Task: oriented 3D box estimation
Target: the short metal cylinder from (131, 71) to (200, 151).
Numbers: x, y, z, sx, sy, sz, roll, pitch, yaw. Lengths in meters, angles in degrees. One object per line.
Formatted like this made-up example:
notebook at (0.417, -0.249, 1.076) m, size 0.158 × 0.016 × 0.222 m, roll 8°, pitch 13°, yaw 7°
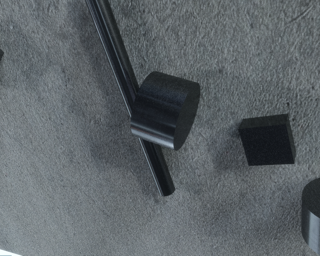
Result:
short metal cylinder at (0.008, -0.020, 0.354) m, size 0.050 × 0.080 × 0.079 m, roll 19°, pitch 126°, yaw 17°

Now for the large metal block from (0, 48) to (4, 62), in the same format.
large metal block at (-0.301, -0.113, 0.476) m, size 0.080 × 0.050 × 0.080 m, roll 46°, pitch 129°, yaw -5°

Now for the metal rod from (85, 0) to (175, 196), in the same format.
metal rod at (-0.035, -0.037, 0.400) m, size 0.025 × 0.025 × 0.298 m, roll -5°, pitch 116°, yaw 30°

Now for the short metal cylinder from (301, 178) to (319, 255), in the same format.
short metal cylinder at (0.194, 0.095, 0.328) m, size 0.080 × 0.080 × 0.050 m, roll 3°, pitch 120°, yaw 26°

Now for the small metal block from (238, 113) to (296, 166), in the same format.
small metal block at (0.122, 0.014, 0.351) m, size 0.050 × 0.025 × 0.050 m, roll -7°, pitch 115°, yaw 31°
